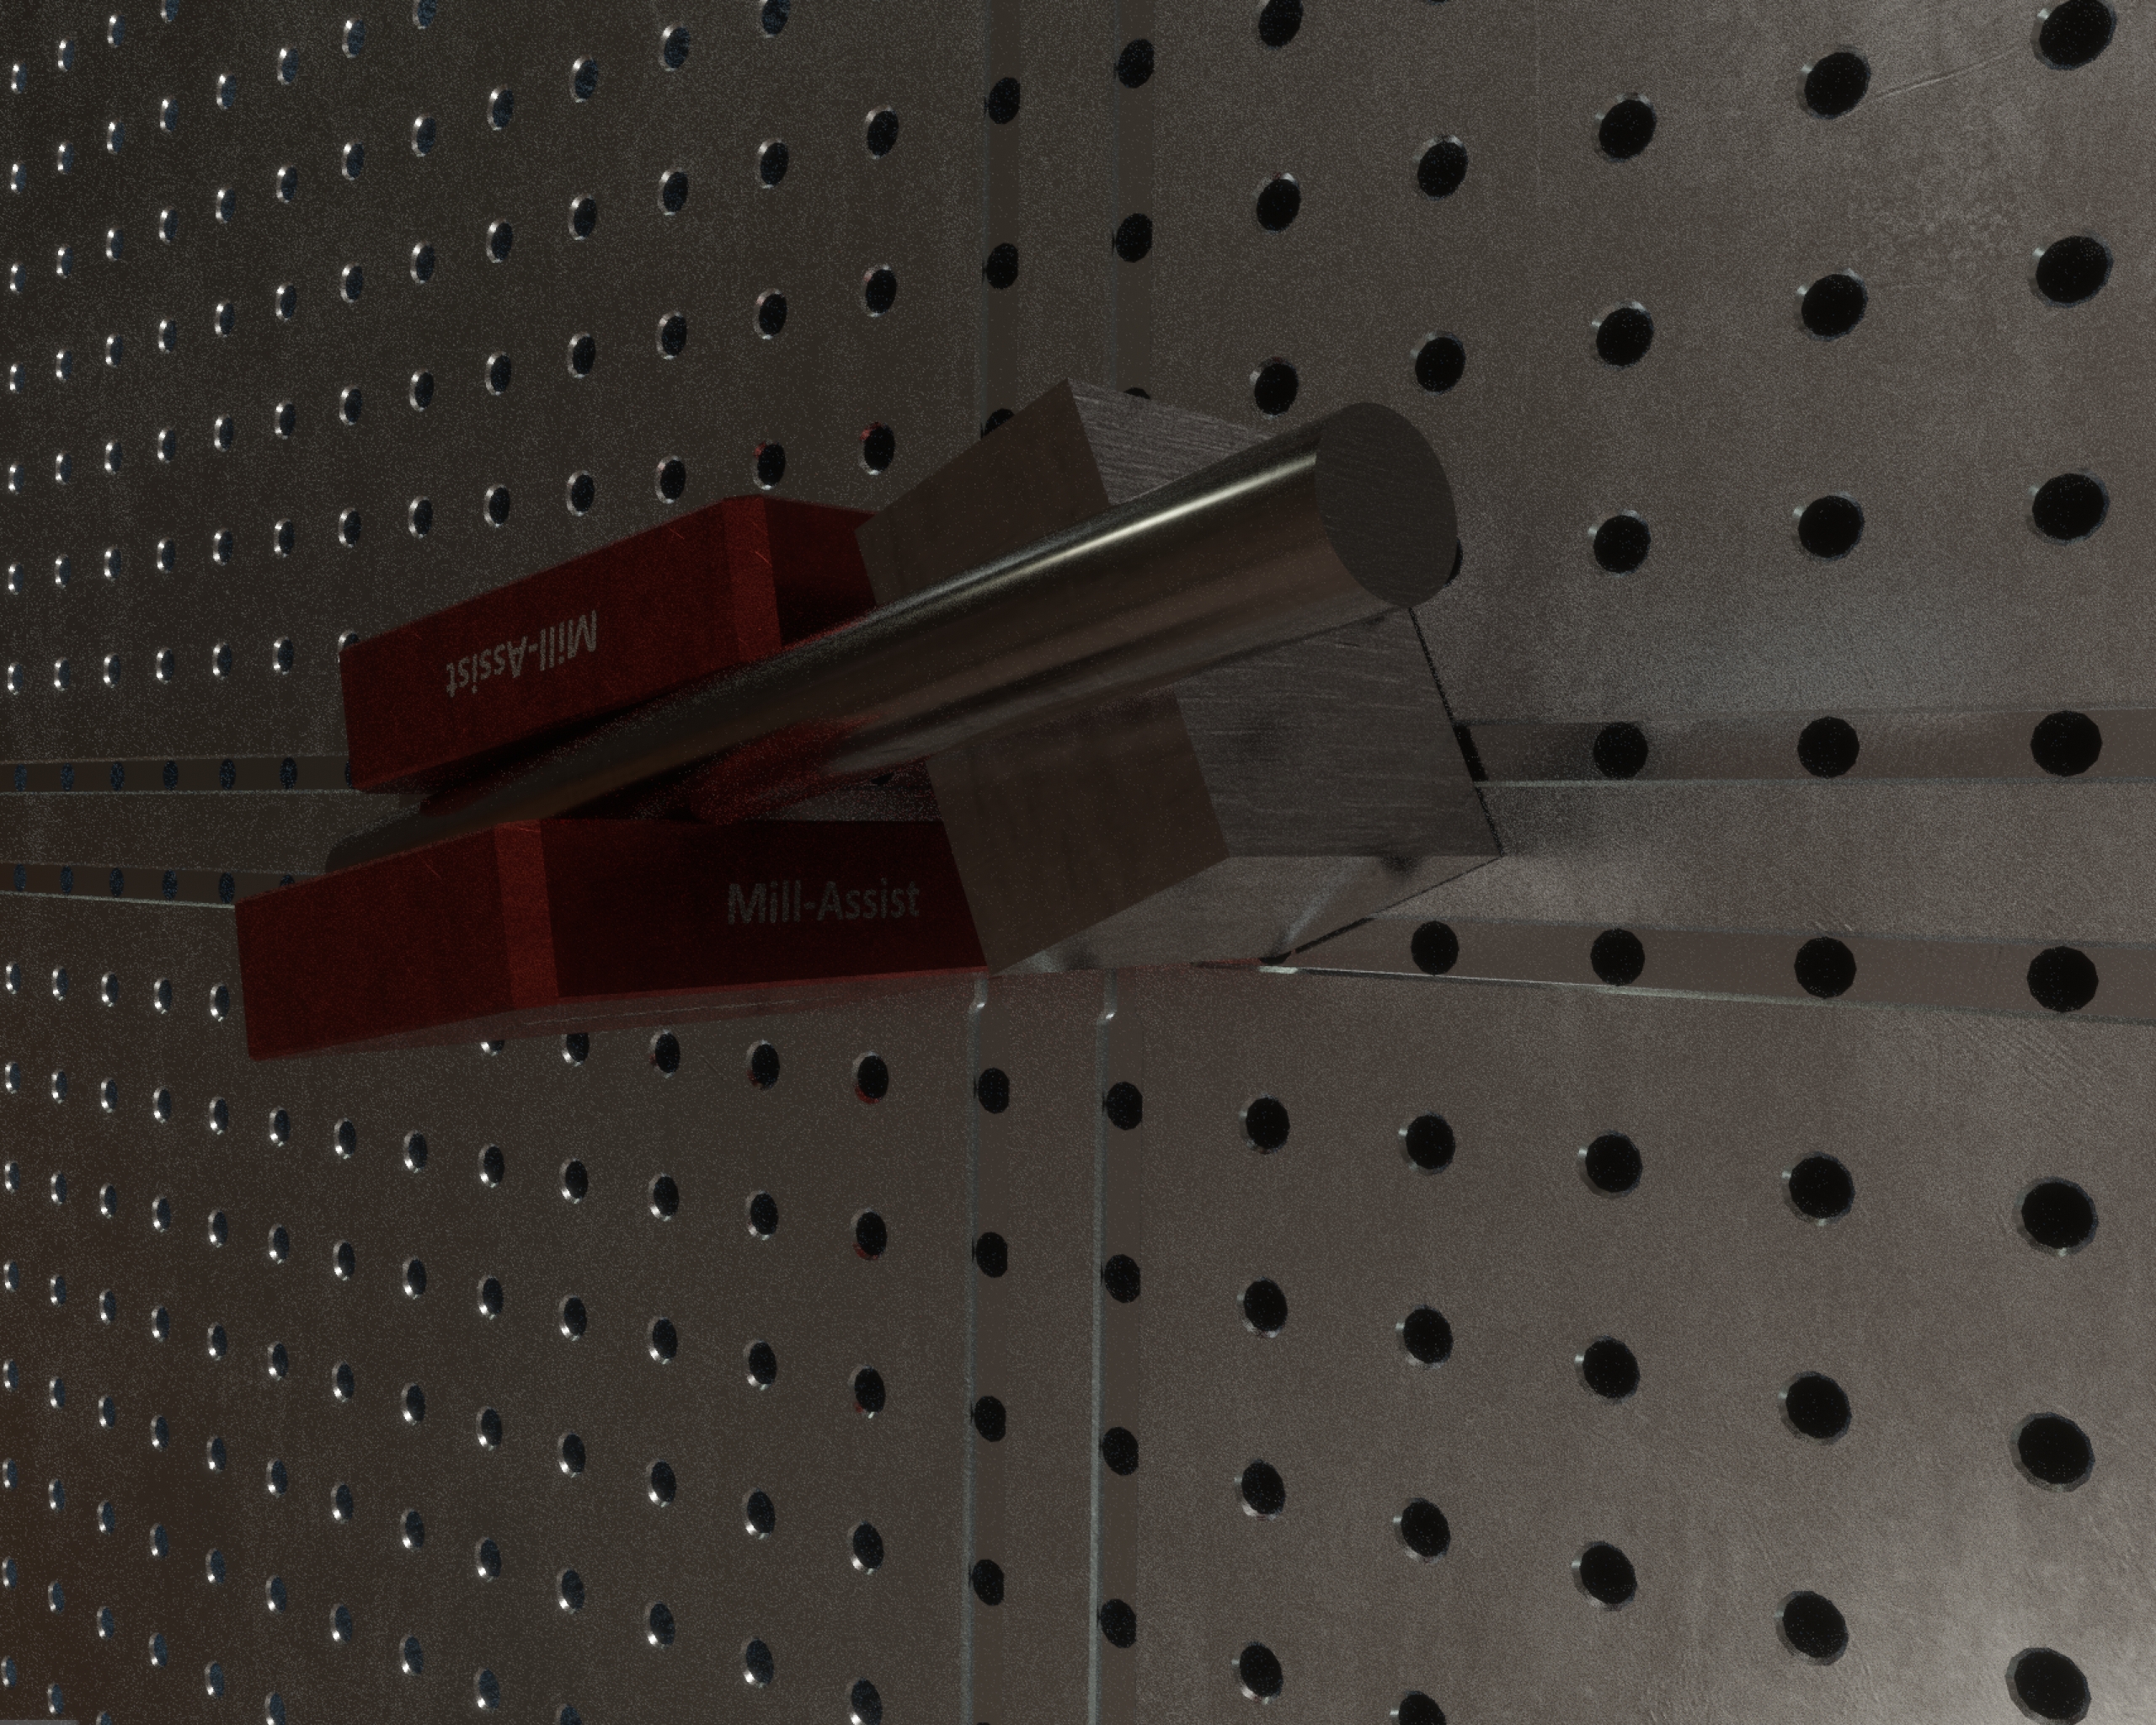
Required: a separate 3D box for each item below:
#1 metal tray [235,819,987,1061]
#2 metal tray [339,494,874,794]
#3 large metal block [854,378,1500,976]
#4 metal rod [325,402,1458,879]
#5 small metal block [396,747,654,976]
[{"bbox_3d":[-0.080,0.014,0.404,0.090,0.131,0.030,-12,83,39],"label":"metal tray"},{"bbox_3d":[-0.076,-0.039,0.426,0.130,0.091,0.030,-11,84,39],"label":"metal tray"},{"bbox_3d":[0.018,-0.028,0.356,0.050,0.081,0.080,-28,73,36],"label":"large metal block"},{"bbox_3d":[-0.060,-0.020,0.359,0.299,0.025,0.025,-13,82,48],"label":"metal rod"},{"bbox_3d":[-0.132,0.000,0.498,0.025,0.050,0.050,-11,83,39],"label":"small metal block"}]
